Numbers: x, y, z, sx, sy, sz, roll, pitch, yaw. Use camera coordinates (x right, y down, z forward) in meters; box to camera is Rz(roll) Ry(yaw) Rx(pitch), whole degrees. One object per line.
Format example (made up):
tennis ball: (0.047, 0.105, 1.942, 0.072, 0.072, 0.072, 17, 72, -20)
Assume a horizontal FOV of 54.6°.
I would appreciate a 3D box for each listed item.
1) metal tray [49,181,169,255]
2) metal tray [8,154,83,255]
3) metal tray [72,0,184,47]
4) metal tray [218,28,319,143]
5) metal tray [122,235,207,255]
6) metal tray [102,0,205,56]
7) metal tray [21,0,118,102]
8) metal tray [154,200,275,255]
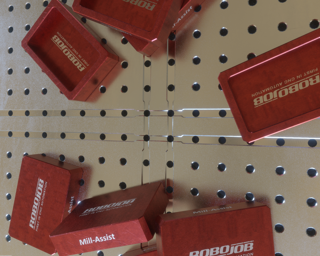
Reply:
metal tray: (-0.062, 0.115, 0.397, 0.130, 0.090, 0.030, -17, 102, 19)
metal tray: (-0.175, 0.113, 0.473, 0.090, 0.030, 0.129, 14, 95, 19)
metal tray: (-0.038, -0.168, 0.391, 0.130, 0.030, 0.090, 26, 98, 18)
metal tray: (0.145, -0.046, 0.358, 0.130, 0.030, 0.090, -23, 83, 18)
metal tray: (0.013, 0.199, 0.405, 0.130, 0.030, 0.090, -23, 83, 18)
metal tray: (-0.004, -0.173, 0.412, 0.130, 0.030, 0.090, -43, 77, 15)
metal tray: (-0.135, -0.114, 0.458, 0.130, 0.030, 0.090, 47, 104, 14)
metal tray: (0.064, 0.138, 0.352, 0.131, 0.030, 0.090, -5, 88, -14)
